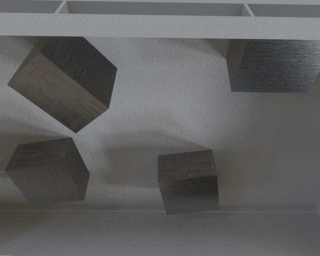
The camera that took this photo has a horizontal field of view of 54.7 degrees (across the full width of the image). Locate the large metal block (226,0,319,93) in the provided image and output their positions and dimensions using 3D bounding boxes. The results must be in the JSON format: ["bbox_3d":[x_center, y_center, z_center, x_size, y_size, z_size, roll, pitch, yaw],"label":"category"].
[{"bbox_3d":[0.117,-0.081,0.312,0.081,0.050,0.080,1,146,-1],"label":"large metal block"}]

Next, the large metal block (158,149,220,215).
[{"bbox_3d":[0.043,0.082,0.463,0.080,0.050,0.080,-7,130,6],"label":"large metal block"}]

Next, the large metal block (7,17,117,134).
[{"bbox_3d":[-0.095,-0.055,0.325,0.050,0.080,0.080,-33,123,25],"label":"large metal block"}]

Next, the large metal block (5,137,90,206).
[{"bbox_3d":[-0.157,0.064,0.446,0.080,0.050,0.080,-8,130,6],"label":"large metal block"}]

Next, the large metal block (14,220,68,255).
[{"bbox_3d":[-0.225,0.224,0.584,0.081,0.050,0.079,13,129,-11],"label":"large metal block"}]
